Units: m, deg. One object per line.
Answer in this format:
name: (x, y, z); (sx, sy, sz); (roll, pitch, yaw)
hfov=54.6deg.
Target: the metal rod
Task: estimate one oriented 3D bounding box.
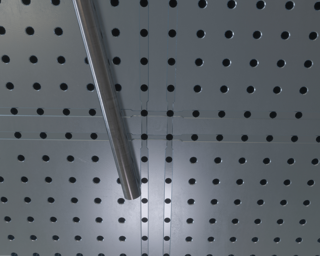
metal rod: (-0.067, -0.041, 0.397); (0.025, 0.025, 0.298); (-10, 110, 4)
